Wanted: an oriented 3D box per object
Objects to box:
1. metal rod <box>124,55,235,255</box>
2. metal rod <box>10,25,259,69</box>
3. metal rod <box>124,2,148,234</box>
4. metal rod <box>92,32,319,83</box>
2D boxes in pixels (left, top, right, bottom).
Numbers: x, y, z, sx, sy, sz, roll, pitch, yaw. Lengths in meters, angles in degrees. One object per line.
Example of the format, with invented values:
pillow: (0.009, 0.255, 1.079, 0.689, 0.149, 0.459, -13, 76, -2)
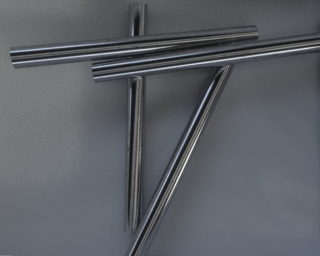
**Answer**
metal rod: (0.029, 0.036, 0.400, 0.025, 0.025, 0.299, 26, 86, 0)
metal rod: (-0.023, -0.102, 0.385, 0.302, 0.025, 0.025, -8, 90, -10)
metal rod: (-0.032, -0.013, 0.410, 0.025, 0.025, 0.298, 1, 90, 0)
metal rod: (0.068, -0.089, 0.385, 0.302, 0.025, 0.025, -8, 90, 0)
